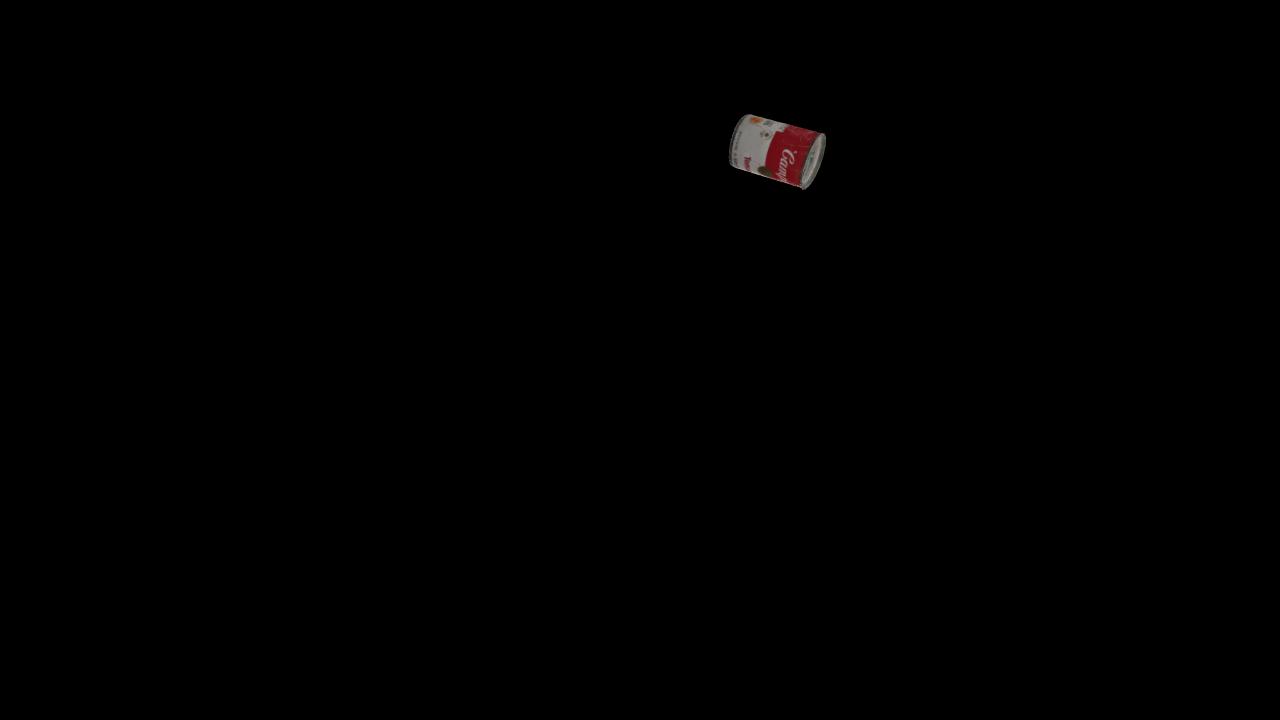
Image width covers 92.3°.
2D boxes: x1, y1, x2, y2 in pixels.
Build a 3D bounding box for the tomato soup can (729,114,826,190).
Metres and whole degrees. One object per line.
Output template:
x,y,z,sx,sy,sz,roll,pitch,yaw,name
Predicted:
0.168,-0.259,0.760,0.101,0.068,0.068,26,11,23,tomato soup can
